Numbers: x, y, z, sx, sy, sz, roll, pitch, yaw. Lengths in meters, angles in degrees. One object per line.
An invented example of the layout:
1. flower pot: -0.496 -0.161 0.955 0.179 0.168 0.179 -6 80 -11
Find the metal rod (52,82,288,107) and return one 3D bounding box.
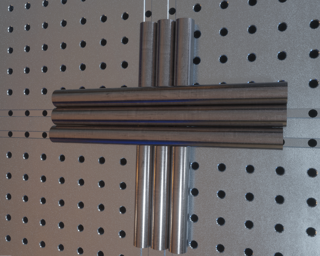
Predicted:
1. metal rod: -0.003 -0.040 0.387 0.301 0.025 0.025 1 90 20

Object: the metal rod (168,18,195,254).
1. metal rod: 0.028 0.010 0.403 0.025 0.025 0.298 2 91 20

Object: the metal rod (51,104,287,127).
1. metal rod: -0.004 -0.015 0.388 0.301 0.025 0.025 1 90 20

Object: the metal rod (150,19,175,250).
1. metal rod: 0.004 0.009 0.412 0.025 0.025 0.298 2 91 20

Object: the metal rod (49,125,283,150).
1. metal rod: -0.007 0.010 0.389 0.301 0.025 0.025 1 90 20

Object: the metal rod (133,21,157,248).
1. metal rod: -0.019 0.009 0.420 0.025 0.025 0.298 2 91 20
